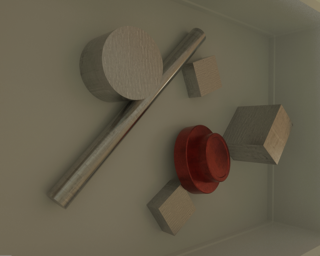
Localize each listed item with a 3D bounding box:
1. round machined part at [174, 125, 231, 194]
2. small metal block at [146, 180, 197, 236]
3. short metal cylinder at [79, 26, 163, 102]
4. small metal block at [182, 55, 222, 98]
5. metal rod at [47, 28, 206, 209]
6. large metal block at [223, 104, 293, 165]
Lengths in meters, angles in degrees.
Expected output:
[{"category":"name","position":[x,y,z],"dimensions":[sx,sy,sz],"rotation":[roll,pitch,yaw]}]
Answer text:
[{"category":"round machined part","position":[0.065,0.043,0.437],"dimensions":[0.099,0.042,0.098],"rotation":[18,67,-49]},{"category":"small metal block","position":[0.017,0.108,0.423],"dimensions":[0.050,0.025,0.050],"rotation":[-42,116,-32]},{"category":"short metal cylinder","position":[-0.044,-0.070,0.355],"dimensions":[0.081,0.050,0.079],"rotation":[0,90,-40]},{"category":"small metal block","position":[0.062,-0.077,0.461],"dimensions":[0.050,0.025,0.050],"rotation":[-27,107,-37]},{"category":"metal rod","position":[-0.025,-0.030,0.387],"dimensions":[0.301,0.025,0.025],"rotation":[-53,121,-27]},{"category":"large metal block","position":[0.157,0.009,0.506],"dimensions":[0.050,0.080,0.080],"rotation":[47,62,-30]}]
